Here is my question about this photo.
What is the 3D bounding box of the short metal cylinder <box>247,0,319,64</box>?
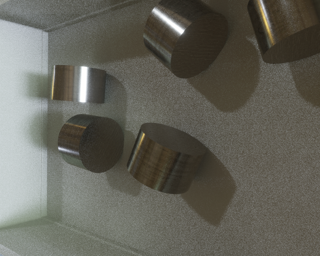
[{"bbox_3d":[0.123,-0.096,0.269,0.080,0.081,0.050,-21,77,38],"label":"short metal cylinder"}]

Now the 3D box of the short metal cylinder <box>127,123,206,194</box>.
[{"bbox_3d":[0.007,0.034,0.365,0.080,0.081,0.050,33,111,35],"label":"short metal cylinder"}]

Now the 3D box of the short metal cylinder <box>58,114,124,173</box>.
[{"bbox_3d":[-0.100,0.021,0.453,0.050,0.081,0.079,9,96,40],"label":"short metal cylinder"}]

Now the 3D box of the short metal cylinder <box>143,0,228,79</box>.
[{"bbox_3d":[0.029,-0.103,0.347,0.050,0.081,0.080,48,118,29],"label":"short metal cylinder"}]

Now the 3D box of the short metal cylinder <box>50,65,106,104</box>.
[{"bbox_3d":[-0.124,-0.065,0.474,0.080,0.081,0.050,8,95,40],"label":"short metal cylinder"}]
